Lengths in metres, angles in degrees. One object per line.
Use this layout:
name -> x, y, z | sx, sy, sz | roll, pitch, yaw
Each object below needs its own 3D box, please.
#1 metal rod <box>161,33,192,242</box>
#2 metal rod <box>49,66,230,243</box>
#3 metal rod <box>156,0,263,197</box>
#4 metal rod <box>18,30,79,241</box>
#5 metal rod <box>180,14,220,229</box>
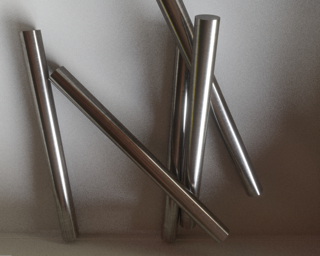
metal rod -> 0.023, 0.026, 0.420 | 0.025, 0.025, 0.298 | 3, 110, -1
metal rod -> -0.023, 0.037, 0.398 | 0.300, 0.025, 0.025 | 45, 104, -5
metal rod -> 0.069, -0.029, 0.383 | 0.025, 0.025, 0.299 | -25, 115, 9
metal rod -> -0.145, 0.024, 0.418 | 0.025, 0.025, 0.298 | -4, 110, 1
metal rod -> 0.044, 0.016, 0.385 | 0.025, 0.025, 0.298 | 1, 122, -1
